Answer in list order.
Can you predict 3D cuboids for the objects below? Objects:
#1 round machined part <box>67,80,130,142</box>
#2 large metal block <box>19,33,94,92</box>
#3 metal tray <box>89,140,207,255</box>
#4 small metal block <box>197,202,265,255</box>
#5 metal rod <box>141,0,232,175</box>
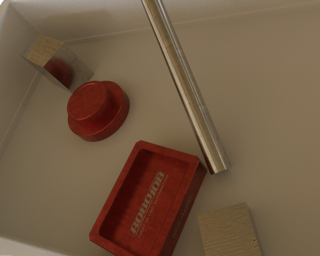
[{"bbox_3d":[-0.099,-0.032,0.464,0.098,0.042,0.098,-13,56,20],"label":"round machined part"},{"bbox_3d":[-0.173,-0.107,0.525,0.080,0.080,0.050,27,77,37],"label":"large metal block"},{"bbox_3d":[-0.013,0.085,0.355,0.090,0.030,0.130,14,69,33],"label":"metal tray"},{"bbox_3d":[0.069,0.106,0.304,0.050,0.025,0.050,-20,54,16],"label":"small metal block"},{"bbox_3d":[0.017,-0.089,0.374,0.025,0.025,0.299,-24,77,13],"label":"metal rod"}]
